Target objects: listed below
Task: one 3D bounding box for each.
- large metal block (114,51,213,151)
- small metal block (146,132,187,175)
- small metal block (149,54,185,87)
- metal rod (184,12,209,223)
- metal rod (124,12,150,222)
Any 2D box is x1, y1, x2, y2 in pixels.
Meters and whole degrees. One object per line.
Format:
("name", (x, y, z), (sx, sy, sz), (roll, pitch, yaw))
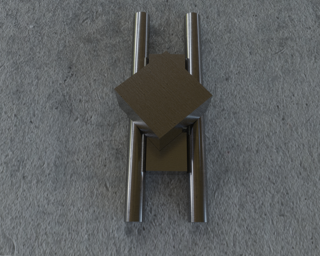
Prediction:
("large metal block", (0.004, -0.033, 0.379), (0.080, 0.050, 0.080), (-39, 75, -13))
("small metal block", (0.008, 0.033, 0.396), (0.050, 0.025, 0.050), (1, 70, 0))
("small metal block", (0.009, -0.076, 0.436), (0.050, 0.025, 0.050), (1, 70, 0))
("metal rod", (0.047, -0.028, 0.420), (0.025, 0.025, 0.299), (1, 70, 0))
("metal rod", (-0.029, -0.028, 0.420), (0.025, 0.025, 0.299), (1, 70, 0))
